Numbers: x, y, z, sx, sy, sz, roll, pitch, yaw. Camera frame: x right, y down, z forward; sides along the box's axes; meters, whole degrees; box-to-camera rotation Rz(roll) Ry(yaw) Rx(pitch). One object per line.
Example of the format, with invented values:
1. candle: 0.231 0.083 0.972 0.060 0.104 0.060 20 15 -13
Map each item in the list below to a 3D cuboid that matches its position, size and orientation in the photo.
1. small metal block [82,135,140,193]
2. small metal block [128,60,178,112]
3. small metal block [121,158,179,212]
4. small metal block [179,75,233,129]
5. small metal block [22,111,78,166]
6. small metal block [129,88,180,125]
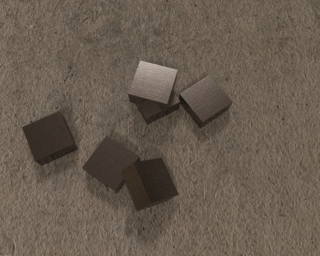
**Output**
1. small metal block: -0.060 0.046 0.391 0.050 0.025 0.050 32 73 10
2. small metal block: -0.008 -0.054 0.401 0.050 0.025 0.050 15 71 5
3. small metal block: -0.012 0.066 0.369 0.050 0.025 0.050 -3 62 -50
4. small metal block: 0.061 -0.036 0.422 0.050 0.025 0.050 -34 74 -12
5. small metal block: -0.142 0.014 0.401 0.050 0.025 0.050 -25 72 -9
6. small metal block: -0.007 -0.040 0.423 0.050 0.025 0.050 -27 73 -10
